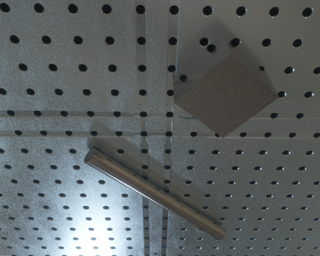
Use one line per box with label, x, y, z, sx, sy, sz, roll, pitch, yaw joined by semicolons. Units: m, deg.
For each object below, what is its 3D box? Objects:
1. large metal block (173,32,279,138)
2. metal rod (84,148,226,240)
large metal block;0.072;-0.047;0.356;0.080;0.050;0.080;34;122;-26
metal rod;0.006;0.118;0.512;0.301;0.025;0.025;36;121;-27
